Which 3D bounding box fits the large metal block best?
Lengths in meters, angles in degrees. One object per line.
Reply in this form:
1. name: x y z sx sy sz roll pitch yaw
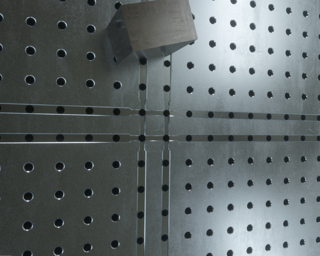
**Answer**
1. large metal block: -0.013 -0.117 0.379 0.081 0.080 0.050 -16 96 -20
